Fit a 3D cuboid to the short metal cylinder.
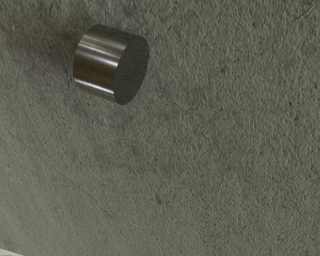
[{"bbox_3d":[-0.053,-0.072,0.355,0.050,0.080,0.079,21,126,16],"label":"short metal cylinder"}]
